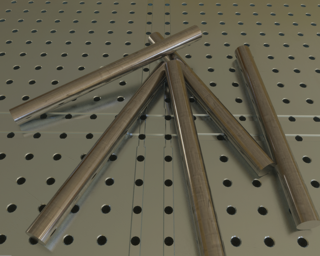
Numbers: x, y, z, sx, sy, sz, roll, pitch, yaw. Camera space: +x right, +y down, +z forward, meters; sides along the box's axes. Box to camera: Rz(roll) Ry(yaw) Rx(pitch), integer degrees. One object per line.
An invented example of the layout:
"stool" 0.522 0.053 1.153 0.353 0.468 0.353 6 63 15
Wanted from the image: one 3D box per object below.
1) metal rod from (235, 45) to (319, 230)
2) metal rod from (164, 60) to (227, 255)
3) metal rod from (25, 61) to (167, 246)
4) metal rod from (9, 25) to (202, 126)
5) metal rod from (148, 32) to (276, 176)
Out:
"metal rod" 0.146 -0.013 0.420 0.025 0.025 0.300 -3 50 -3
"metal rod" 0.037 0.027 0.375 0.025 0.025 0.299 -5 53 -5
"metal rod" -0.059 0.009 0.399 0.025 0.025 0.301 21 53 16
"metal rod" -0.068 -0.083 0.456 0.302 0.025 0.025 -28 56 -15
"metal rod" 0.059 -0.053 0.452 0.025 0.025 0.300 -21 53 -17
